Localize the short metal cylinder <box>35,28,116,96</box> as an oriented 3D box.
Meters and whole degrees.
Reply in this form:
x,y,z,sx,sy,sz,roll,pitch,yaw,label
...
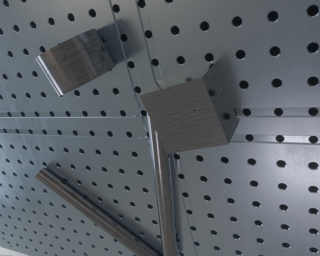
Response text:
x,y,z,sx,sy,sz,roll,pitch,yaw,label
-0.102,-0.080,0.380,0.080,0.080,0.050,-16,110,34,short metal cylinder

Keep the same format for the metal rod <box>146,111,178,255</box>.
x,y,z,sx,sy,sz,roll,pitch,yaw,label
0.007,0.104,0.471,0.025,0.025,0.298,9,123,23,metal rod

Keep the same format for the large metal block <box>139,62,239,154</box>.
x,y,z,sx,sy,sz,roll,pitch,yaw,label
0.036,-0.021,0.363,0.080,0.050,0.080,-12,112,33,large metal block

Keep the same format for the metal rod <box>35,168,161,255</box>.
x,y,z,sx,sy,sz,roll,pitch,yaw,label
-0.104,0.173,0.572,0.301,0.025,0.025,36,129,4,metal rod
